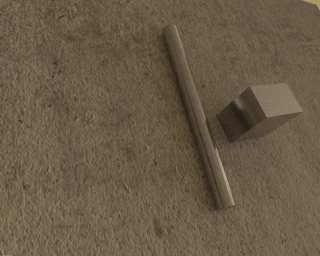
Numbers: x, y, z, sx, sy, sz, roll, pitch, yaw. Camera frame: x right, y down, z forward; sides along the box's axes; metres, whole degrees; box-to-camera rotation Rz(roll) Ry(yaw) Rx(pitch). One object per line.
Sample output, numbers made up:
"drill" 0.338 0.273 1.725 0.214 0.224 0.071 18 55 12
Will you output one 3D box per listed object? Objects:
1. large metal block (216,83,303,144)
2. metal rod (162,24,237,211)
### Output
"large metal block" 0.147 -0.022 0.464 0.081 0.080 0.050 -9 67 -32
"metal rod" 0.050 -0.031 0.451 0.025 0.025 0.299 0 62 -29
